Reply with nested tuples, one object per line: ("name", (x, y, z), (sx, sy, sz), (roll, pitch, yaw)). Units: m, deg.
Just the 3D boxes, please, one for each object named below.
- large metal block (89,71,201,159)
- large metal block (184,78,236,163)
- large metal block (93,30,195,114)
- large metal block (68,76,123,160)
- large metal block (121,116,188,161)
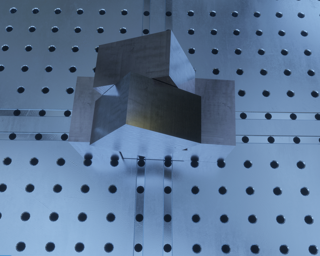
("large metal block", (-0.015, -0.007, 0.314), (0.081, 0.080, 0.050), (15, 66, -30))
("large metal block", (0.059, -0.006, 0.385), (0.050, 0.080, 0.080), (4, 70, 1))
("large metal block", (-0.013, -0.053, 0.334), (0.080, 0.080, 0.050), (-6, 68, 22))
("large metal block", (-0.073, -0.009, 0.385), (0.050, 0.080, 0.080), (2, 70, 0))
("large metal block", (-0.006, -0.005, 0.398), (0.081, 0.050, 0.080), (3, 70, 0))
